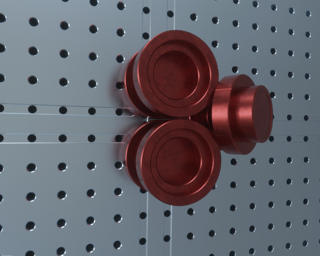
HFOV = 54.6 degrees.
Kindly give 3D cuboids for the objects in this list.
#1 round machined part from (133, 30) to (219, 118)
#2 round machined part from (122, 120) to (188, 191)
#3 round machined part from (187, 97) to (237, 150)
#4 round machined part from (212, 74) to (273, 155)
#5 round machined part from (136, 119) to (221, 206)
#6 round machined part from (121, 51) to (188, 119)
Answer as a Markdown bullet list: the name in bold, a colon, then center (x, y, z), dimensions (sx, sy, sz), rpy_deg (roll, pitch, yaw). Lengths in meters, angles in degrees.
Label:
- **round machined part**: center (0.015, -0.060, 0.364), dimensions (0.099, 0.042, 0.097), rpy_deg (0, 90, -20)
- **round machined part**: center (0.003, 0.038, 0.405), dimensions (0.099, 0.042, 0.097), rpy_deg (0, 90, -20)
- **round machined part**: center (0.087, -0.017, 0.435), dimensions (0.099, 0.042, 0.097), rpy_deg (0, 90, -20)
- **round machined part**: center (0.105, -0.016, 0.374), dimensions (0.099, 0.042, 0.097), rpy_deg (1, 89, -52)
- **round machined part**: center (0.019, 0.038, 0.365), dimensions (0.099, 0.042, 0.097), rpy_deg (0, 90, -20)
- **round machined part**: center (0.002, -0.060, 0.405), dimensions (0.099, 0.042, 0.097), rpy_deg (0, 90, -20)
